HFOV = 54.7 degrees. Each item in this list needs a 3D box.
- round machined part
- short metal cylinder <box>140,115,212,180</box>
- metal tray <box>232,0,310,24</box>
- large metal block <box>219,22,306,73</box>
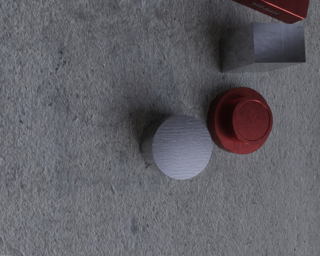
[{"bbox_3d":[0.121,-0.011,0.445,0.099,0.042,0.097,0,90,-20],"label":"round machined part"},{"bbox_3d":[0.020,0.023,0.403,0.081,0.050,0.080,0,90,-20],"label":"short metal cylinder"},{"bbox_3d":[0.168,-0.223,0.468,0.131,0.030,0.090,13,86,-20],"label":"metal tray"},{"bbox_3d":[0.139,-0.108,0.431,0.081,0.080,0.050,-5,92,-20],"label":"large metal block"}]
